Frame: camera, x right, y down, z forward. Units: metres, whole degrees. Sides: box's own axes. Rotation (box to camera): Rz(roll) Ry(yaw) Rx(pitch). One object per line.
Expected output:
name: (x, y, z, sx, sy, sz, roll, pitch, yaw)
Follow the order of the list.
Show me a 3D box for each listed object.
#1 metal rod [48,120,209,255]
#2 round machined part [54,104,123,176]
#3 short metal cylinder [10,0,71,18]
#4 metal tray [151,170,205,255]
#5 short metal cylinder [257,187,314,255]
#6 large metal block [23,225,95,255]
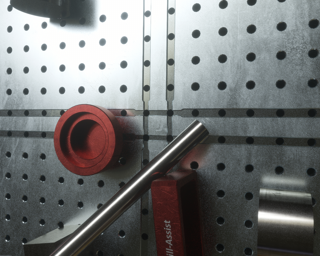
metal rod: (-0.057, 0.099, 0.382, 0.300, 0.025, 0.025, -42, 76, -5)
round machined part: (-0.096, 0.016, 0.437, 0.098, 0.042, 0.097, 0, 90, 20)
short metal cylinder: (-0.168, -0.195, 0.443, 0.080, 0.080, 0.050, 5, 92, 20)
metal tray: (0.025, 0.121, 0.369, 0.030, 0.090, 0.129, -6, 88, 20)
short metal cylinder: (0.134, 0.107, 0.336, 0.050, 0.080, 0.080, 2, 91, 20)
large metal block: (-0.135, 0.187, 0.431, 0.050, 0.080, 0.080, -11, 86, 20)
